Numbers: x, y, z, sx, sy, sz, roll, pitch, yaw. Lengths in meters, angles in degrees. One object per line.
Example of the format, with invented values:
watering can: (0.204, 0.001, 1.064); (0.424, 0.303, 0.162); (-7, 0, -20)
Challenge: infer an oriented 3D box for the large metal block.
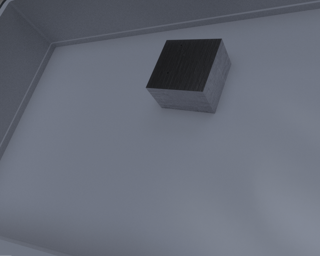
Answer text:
large metal block: (0.040, -0.070, 0.411); (0.080, 0.050, 0.080); (8, 66, 31)
